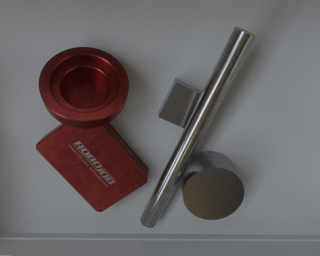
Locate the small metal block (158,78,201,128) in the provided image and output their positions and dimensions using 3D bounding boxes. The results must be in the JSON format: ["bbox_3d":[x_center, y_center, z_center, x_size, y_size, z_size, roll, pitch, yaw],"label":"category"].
[{"bbox_3d":[0.031,-0.029,0.401,0.050,0.025,0.050,24,108,-9],"label":"small metal block"}]

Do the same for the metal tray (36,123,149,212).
[{"bbox_3d":[-0.089,0.043,0.423,0.090,0.030,0.130,-35,107,11],"label":"metal tray"}]

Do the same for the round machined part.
[{"bbox_3d":[-0.088,-0.044,0.367,0.099,0.042,0.098,4,66,-9],"label":"round machined part"}]

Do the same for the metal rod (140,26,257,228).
[{"bbox_3d":[0.036,0.019,0.394,0.025,0.025,0.298,20,118,-8],"label":"metal rod"}]

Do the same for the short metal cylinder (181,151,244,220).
[{"bbox_3d":[0.070,0.078,0.428,0.081,0.050,0.079,0,110,-1],"label":"short metal cylinder"}]
